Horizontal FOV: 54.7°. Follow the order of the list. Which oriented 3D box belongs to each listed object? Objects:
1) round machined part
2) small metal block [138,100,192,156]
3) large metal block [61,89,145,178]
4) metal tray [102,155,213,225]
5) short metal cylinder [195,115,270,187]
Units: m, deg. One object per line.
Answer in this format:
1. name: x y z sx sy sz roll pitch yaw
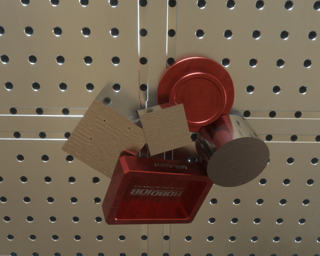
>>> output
1. round machined part: 0.046 -0.040 0.390 0.099 0.042 0.097 0 110 0
2. small metal block: 0.005 -0.001 0.364 0.050 0.025 0.050 -16 107 -6
3. large metal block: -0.066 0.009 0.403 0.080 0.050 0.080 34 106 -12
4. metal tray: -0.001 0.086 0.412 0.131 0.030 0.089 8 119 -27
5. short metal cylinder: 0.092 0.030 0.400 0.081 0.050 0.079 -6 125 -9
